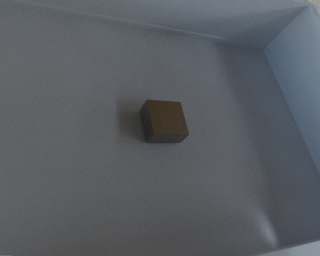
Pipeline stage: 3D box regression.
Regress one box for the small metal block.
[{"bbox_3d":[0.005,-0.008,0.408,0.050,0.025,0.050,1,61,-27],"label":"small metal block"}]
